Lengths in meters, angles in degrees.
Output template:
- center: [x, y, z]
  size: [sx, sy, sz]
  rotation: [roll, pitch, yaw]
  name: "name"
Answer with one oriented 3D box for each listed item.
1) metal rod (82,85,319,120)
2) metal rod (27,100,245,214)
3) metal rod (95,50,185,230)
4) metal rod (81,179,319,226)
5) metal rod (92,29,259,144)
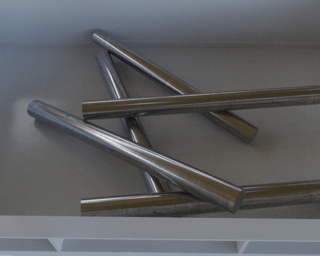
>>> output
- center: [0.055, -0.032, 0.396]
  size: [0.302, 0.025, 0.025]
  rotation: [-4, 50, -3]
  name: "metal rod"
- center: [-0.051, 0.019, 0.352]
  size: [0.300, 0.025, 0.025]
  rotation: [21, 52, 30]
  name: "metal rod"
- center: [-0.039, -0.008, 0.411]
  size: [0.025, 0.025, 0.300]
  rotation: [-16, 52, -13]
  name: "metal rod"
- center: [0.075, 0.073, 0.320]
  size: [0.302, 0.025, 0.025]
  rotation: [-2, 50, -11]
  name: "metal rod"
- center: [0.008, -0.071, 0.456]
  size: [0.300, 0.025, 0.025]
  rotation: [36, 59, 23]
  name: "metal rod"
